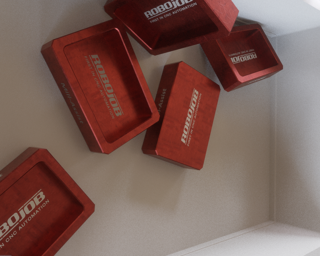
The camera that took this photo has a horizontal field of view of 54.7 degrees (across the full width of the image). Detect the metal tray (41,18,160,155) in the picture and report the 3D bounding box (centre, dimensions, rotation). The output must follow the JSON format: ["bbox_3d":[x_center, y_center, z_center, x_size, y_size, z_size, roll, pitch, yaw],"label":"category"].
[{"bbox_3d":[-0.061,-0.047,0.351,0.091,0.030,0.129,-35,112,-34],"label":"metal tray"}]

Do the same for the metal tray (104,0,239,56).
[{"bbox_3d":[0.008,-0.130,0.345,0.090,0.130,0.030,38,67,-34],"label":"metal tray"}]

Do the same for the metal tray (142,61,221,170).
[{"bbox_3d":[0.033,-0.015,0.431,0.090,0.030,0.130,24,75,-37],"label":"metal tray"}]

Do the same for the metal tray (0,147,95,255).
[{"bbox_3d":[-0.136,0.092,0.289,0.131,0.030,0.090,-47,118,-30],"label":"metal tray"}]

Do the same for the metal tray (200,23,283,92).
[{"bbox_3d":[0.133,-0.116,0.493,0.131,0.030,0.090,-22,82,-38],"label":"metal tray"}]
